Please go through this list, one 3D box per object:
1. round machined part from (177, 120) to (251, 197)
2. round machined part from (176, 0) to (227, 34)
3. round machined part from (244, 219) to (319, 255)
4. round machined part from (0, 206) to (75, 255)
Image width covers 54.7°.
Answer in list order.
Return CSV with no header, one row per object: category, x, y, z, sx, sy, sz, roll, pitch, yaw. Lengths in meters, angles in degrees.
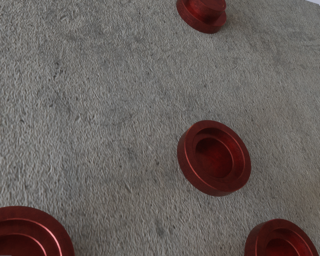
round machined part,0.065,0.042,0.402,0.099,0.042,0.098,14,56,-21
round machined part,0.083,-0.227,0.576,0.099,0.042,0.098,14,56,-21
round machined part,0.140,0.162,0.369,0.099,0.042,0.098,14,56,-21
round machined part,-0.124,0.118,0.254,0.099,0.042,0.098,14,56,-21
